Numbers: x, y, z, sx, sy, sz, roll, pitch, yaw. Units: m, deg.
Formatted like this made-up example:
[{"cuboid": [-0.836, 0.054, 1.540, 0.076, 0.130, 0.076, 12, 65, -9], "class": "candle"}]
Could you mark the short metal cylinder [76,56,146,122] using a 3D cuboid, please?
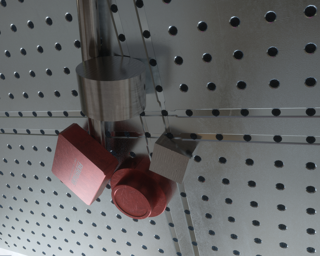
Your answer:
[{"cuboid": [-0.057, -0.050, 0.374, 0.080, 0.080, 0.050, 14, 124, 20], "class": "short metal cylinder"}]

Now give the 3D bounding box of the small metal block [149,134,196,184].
[{"cuboid": [0.016, 0.043, 0.428, 0.050, 0.025, 0.050, 22, 127, 14], "class": "small metal block"}]

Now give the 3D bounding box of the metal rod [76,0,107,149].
[{"cuboid": [-0.090, -0.053, 0.424, 0.025, 0.025, 0.298, 16, 125, 19], "class": "metal rod"}]

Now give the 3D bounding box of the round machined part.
[{"cuboid": [-0.036, 0.102, 0.480, 0.098, 0.042, 0.097, 13, 124, 20], "class": "round machined part"}]

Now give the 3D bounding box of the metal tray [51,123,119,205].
[{"cuboid": [-0.122, 0.061, 0.488, 0.090, 0.030, 0.129, 41, 140, 6], "class": "metal tray"}]
